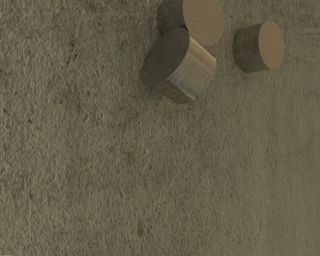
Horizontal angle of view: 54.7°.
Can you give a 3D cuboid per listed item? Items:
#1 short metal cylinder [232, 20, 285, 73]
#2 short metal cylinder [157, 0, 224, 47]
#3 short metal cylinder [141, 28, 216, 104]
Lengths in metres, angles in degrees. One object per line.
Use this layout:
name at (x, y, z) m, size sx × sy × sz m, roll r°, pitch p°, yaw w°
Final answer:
short metal cylinder at (0.169, -0.137, 0.529) m, size 0.081 × 0.050 × 0.080 m, roll 0°, pitch 90°, yaw -40°
short metal cylinder at (0.043, -0.148, 0.423) m, size 0.081 × 0.050 × 0.080 m, roll 0°, pitch 90°, yaw -40°
short metal cylinder at (0.022, -0.077, 0.387) m, size 0.050 × 0.080 × 0.080 m, roll 31°, pitch 71°, yaw -36°
